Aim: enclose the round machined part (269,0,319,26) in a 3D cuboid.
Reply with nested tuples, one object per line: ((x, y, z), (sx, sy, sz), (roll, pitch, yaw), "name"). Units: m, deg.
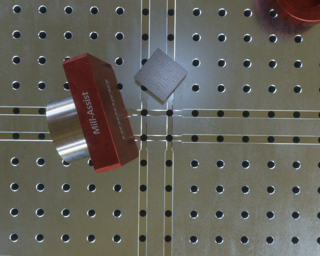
((0.189, -0.182, 0.406), (0.099, 0.042, 0.097), (0, 90, 0), "round machined part")

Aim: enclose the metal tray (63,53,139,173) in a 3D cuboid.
((-0.067, -0.018, 0.377), (0.030, 0.090, 0.129), (-17, 90, 9), "metal tray")

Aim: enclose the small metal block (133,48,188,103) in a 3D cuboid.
((0.001, -0.069, 0.413), (0.050, 0.025, 0.050), (39, 90, 0), "small metal block")

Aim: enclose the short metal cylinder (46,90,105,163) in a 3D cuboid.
((-0.099, -0.002, 0.385), (0.050, 0.080, 0.080), (-17, 90, 0), "short metal cylinder")
